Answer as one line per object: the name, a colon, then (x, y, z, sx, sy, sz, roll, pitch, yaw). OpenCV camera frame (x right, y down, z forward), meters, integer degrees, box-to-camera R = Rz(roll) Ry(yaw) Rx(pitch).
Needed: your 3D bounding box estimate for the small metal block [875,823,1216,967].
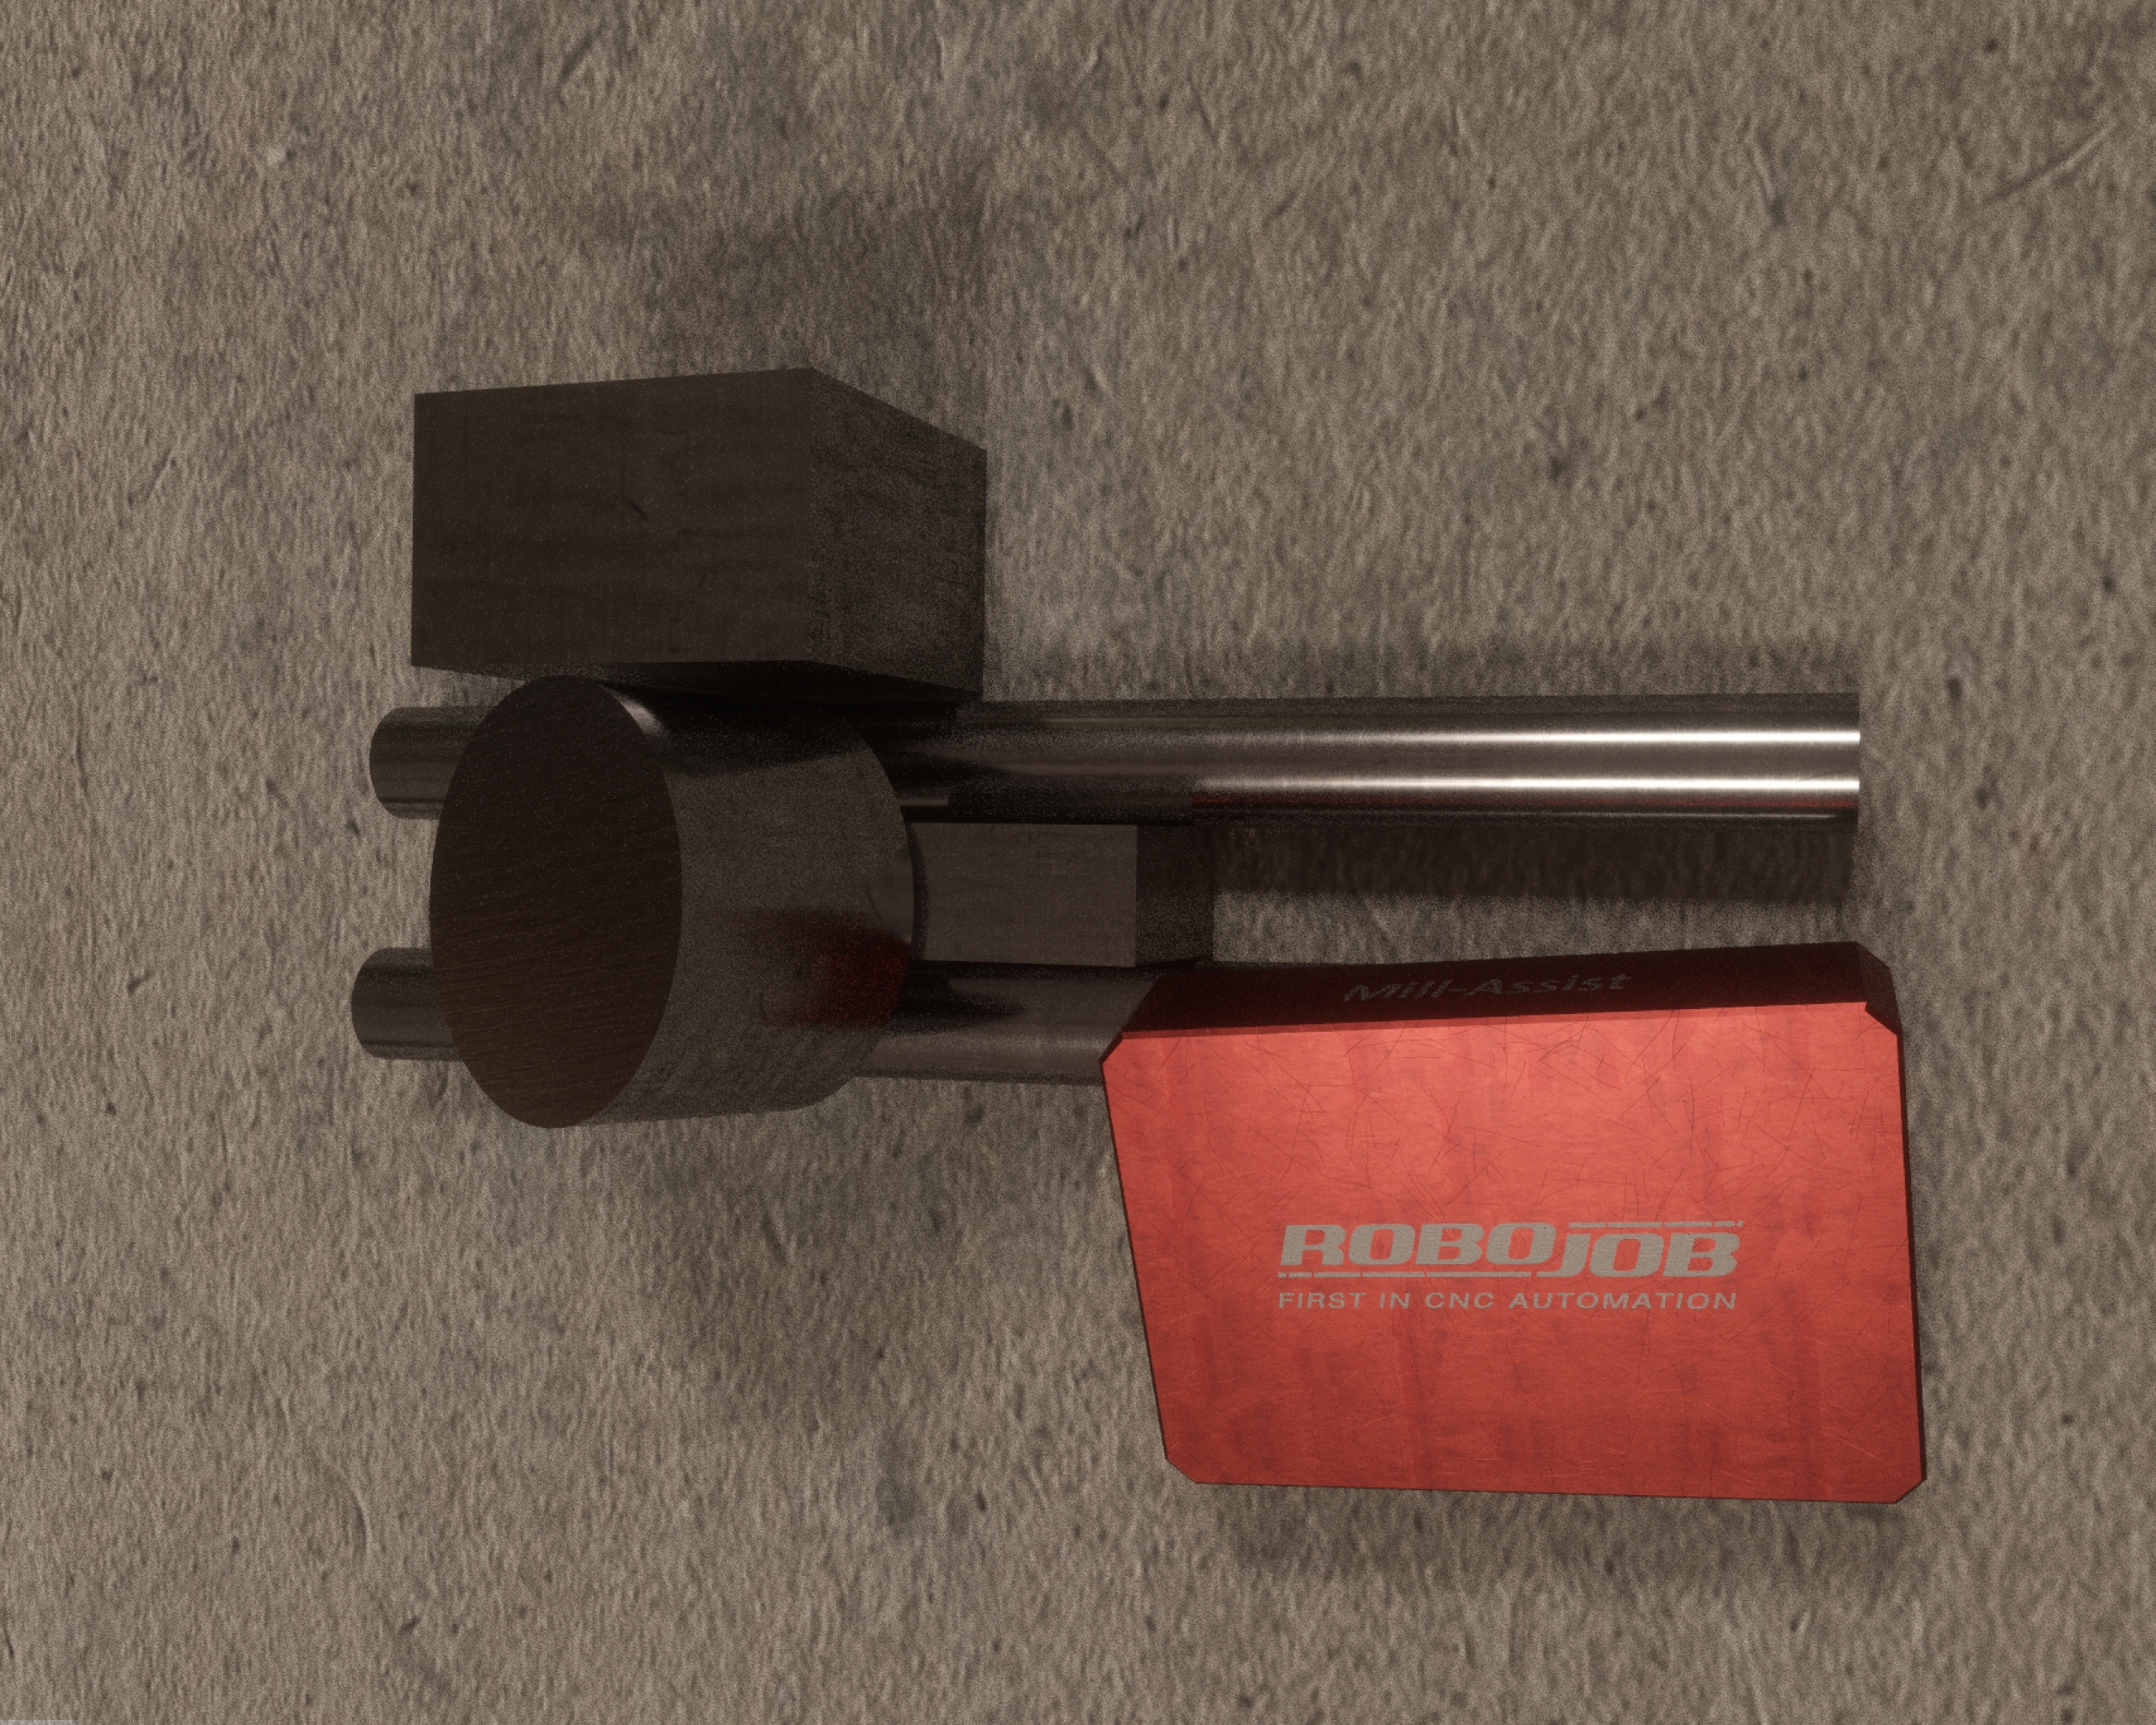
small metal block: (-0.005, 0.005, 0.397, 0.050, 0.050, 0.025, 1, 91, 19)

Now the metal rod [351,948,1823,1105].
metal rod: (-0.011, 0.031, 0.413, 0.301, 0.025, 0.025, 0, 90, 19)

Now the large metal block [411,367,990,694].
large metal block: (-0.070, -0.060, 0.405, 0.080, 0.080, 0.050, 1, 91, 19)

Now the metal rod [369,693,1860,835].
metal rod: (-0.006, -0.020, 0.412, 0.301, 0.025, 0.025, 1, 90, 19)

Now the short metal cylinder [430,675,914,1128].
short metal cylinder: (-0.076, 0.007, 0.385, 0.080, 0.050, 0.080, -2, 87, 43)

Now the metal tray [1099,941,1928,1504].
metal tray: (0.076, 0.064, 0.365, 0.130, 0.030, 0.089, -4, 106, 18)
